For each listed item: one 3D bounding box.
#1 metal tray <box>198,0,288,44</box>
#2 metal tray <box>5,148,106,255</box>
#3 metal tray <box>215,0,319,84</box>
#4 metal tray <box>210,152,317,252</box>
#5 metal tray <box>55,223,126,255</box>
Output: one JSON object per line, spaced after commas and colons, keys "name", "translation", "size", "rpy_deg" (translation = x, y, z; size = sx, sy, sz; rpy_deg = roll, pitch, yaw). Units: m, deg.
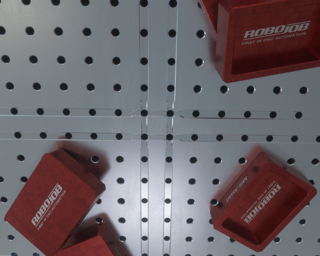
{"name": "metal tray", "translation": [0.082, -0.172, 0.348], "size": [0.090, 0.030, 0.130], "rpy_deg": [-26, 108, 9]}
{"name": "metal tray", "translation": [-0.148, 0.105, 0.434], "size": [0.090, 0.030, 0.129], "rpy_deg": [39, 106, 6]}
{"name": "metal tray", "translation": [0.130, -0.104, 0.345], "size": [0.131, 0.030, 0.090], "rpy_deg": [-11, 134, -6]}
{"name": "metal tray", "translation": [0.147, 0.111, 0.452], "size": [0.090, 0.030, 0.129], "rpy_deg": [31, 107, -11]}
{"name": "metal tray", "translation": [-0.100, 0.222, 0.492], "size": [0.090, 0.030, 0.130], "rpy_deg": [-24, 109, 8]}
